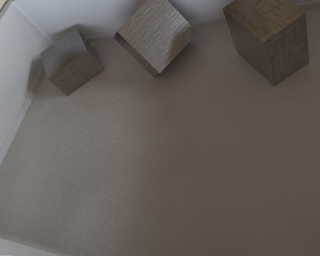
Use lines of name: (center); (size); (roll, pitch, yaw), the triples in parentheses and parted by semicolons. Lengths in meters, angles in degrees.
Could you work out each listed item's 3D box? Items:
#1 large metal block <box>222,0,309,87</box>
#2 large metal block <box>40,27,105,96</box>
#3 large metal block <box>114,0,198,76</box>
large metal block: (0.128, -0.110, 0.371); (0.050, 0.080, 0.080); (-35, 51, 5)
large metal block: (-0.154, -0.117, 0.543); (0.080, 0.050, 0.080); (-34, 51, 5)
large metal block: (-0.007, -0.134, 0.448); (0.080, 0.080, 0.050); (-48, 13, -5)
